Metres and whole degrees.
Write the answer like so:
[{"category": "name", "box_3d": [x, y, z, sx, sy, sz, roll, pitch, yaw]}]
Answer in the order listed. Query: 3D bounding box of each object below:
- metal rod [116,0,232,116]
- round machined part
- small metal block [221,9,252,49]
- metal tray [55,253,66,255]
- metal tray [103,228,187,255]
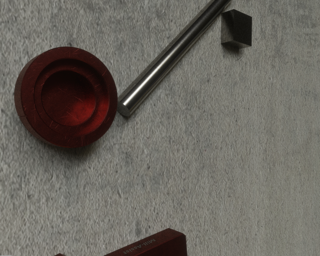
[{"category": "metal rod", "box_3d": [0.038, -0.127, 0.438, 0.301, 0.025, 0.025, -51, 121, -28]}, {"category": "round machined part", "box_3d": [-0.096, -0.030, 0.314, 0.099, 0.042, 0.097, 0, 90, -40]}, {"category": "small metal block", "box_3d": [0.127, -0.163, 0.514, 0.050, 0.025, 0.050, 2, 89, -40]}, {"category": "metal tray", "box_3d": [-0.118, 0.205, 0.303, 0.091, 0.030, 0.129, -15, 100, -39]}, {"category": "metal tray", "box_3d": [-0.021, 0.191, 0.386, 0.131, 0.030, 0.089, -8, 95, -40]}]
